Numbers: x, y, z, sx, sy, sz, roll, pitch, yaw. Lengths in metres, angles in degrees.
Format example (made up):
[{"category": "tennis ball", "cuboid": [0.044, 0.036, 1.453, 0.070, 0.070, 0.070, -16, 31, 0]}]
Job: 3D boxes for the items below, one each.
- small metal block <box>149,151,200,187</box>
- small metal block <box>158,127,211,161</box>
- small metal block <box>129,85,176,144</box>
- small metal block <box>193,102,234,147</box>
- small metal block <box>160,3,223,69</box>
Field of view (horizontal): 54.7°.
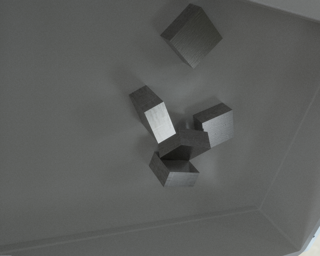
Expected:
[{"category": "small metal block", "cuboid": [0.020, 0.059, 0.442, 0.050, 0.050, 0.025, 7, 115, -32]}, {"category": "small metal block", "cuboid": [0.033, 0.023, 0.427, 0.050, 0.025, 0.050, 9, 151, -33]}, {"category": "small metal block", "cuboid": [-0.010, -0.017, 0.378, 0.025, 0.050, 0.050, -30, 129, -9]}, {"category": "small metal block", "cuboid": [0.079, -0.002, 0.453, 0.050, 0.025, 0.050, -24, 127, -15]}, {"category": "small metal block", "cuboid": [0.037, -0.107, 0.364, 0.050, 0.025, 0.050, -46, 130, 4]}]
